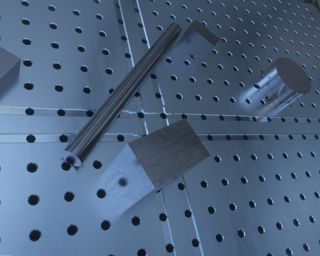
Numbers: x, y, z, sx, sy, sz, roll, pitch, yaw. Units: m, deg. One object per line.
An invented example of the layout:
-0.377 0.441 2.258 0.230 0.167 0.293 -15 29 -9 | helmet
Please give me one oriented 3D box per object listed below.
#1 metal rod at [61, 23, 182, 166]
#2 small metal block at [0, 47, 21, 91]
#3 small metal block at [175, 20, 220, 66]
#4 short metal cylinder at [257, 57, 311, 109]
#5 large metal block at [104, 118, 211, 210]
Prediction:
-0.035 -0.067 0.430 0.025 0.025 0.301 36 51 -5 | metal rod
-0.194 -0.068 0.346 0.050 0.025 0.050 31 52 -9 | small metal block
0.061 -0.141 0.513 0.050 0.050 0.025 39 51 -2 | small metal block
0.226 -0.082 0.567 0.081 0.050 0.080 14 56 -21 | short metal cylinder
-0.005 0.041 0.347 0.081 0.080 0.050 -24 75 -37 | large metal block
